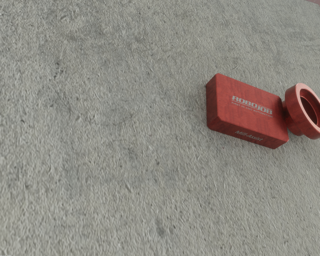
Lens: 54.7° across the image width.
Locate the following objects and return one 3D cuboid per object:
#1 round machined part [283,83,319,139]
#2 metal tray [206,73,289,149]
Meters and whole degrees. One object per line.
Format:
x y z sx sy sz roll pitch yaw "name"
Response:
0.243 -0.024 0.530 0.099 0.042 0.098 21 53 -31 "round machined part"
0.137 -0.026 0.490 0.131 0.030 0.090 17 55 -19 "metal tray"
